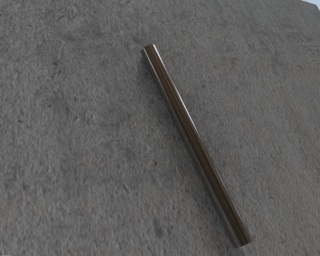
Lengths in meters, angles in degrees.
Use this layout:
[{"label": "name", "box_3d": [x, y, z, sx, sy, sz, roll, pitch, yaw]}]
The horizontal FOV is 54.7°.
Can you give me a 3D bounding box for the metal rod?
[{"label": "metal rod", "box_3d": [0.042, 0.011, 0.421, 0.025, 0.025, 0.299, -12, 68, -33]}]
